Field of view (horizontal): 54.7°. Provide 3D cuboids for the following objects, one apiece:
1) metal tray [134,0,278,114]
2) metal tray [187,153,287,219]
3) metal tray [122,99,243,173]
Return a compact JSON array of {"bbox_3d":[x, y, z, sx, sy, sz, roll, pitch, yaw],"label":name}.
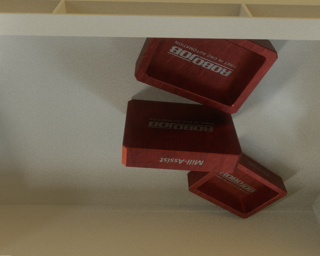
[{"bbox_3d":[0.048,-0.075,0.342,0.131,0.030,0.089,18,128,-16],"label":"metal tray"},{"bbox_3d":[0.119,0.088,0.482,0.131,0.030,0.090,31,123,-24],"label":"metal tray"},{"bbox_3d":[0.024,0.008,0.373,0.131,0.090,0.030,4,130,-4],"label":"metal tray"}]
